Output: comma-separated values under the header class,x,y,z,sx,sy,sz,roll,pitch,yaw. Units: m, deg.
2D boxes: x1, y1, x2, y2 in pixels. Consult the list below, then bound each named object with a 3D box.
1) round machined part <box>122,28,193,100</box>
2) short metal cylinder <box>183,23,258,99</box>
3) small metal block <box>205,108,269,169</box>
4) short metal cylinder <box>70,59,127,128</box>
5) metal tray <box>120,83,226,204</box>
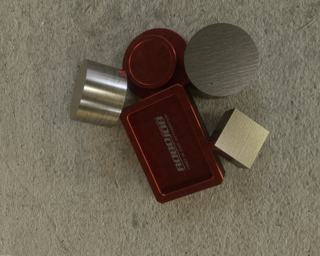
class,x,y,z,sx,sy,sz,roll,pitch,yaw
round machined part,-0.006,-0.082,0.404,0.098,0.042,0.097,0,90,20
short metal cylinder,0.067,-0.075,0.362,0.080,0.050,0.079,0,92,2
small metal block,0.090,0.013,0.360,0.050,0.025,0.050,34,77,-10
short metal cylinder,-0.081,-0.044,0.403,0.050,0.080,0.080,13,96,-24
metal tray,0.015,0.020,0.390,0.090,0.030,0.129,-23,92,18
